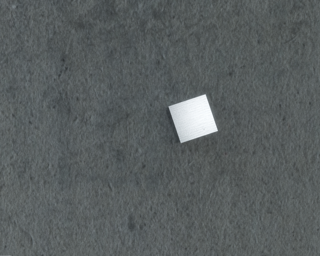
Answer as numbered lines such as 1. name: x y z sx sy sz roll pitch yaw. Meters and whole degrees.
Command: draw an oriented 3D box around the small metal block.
1. small metal block: 0.043 -0.012 0.411 0.050 0.025 0.050 -19 90 -1
